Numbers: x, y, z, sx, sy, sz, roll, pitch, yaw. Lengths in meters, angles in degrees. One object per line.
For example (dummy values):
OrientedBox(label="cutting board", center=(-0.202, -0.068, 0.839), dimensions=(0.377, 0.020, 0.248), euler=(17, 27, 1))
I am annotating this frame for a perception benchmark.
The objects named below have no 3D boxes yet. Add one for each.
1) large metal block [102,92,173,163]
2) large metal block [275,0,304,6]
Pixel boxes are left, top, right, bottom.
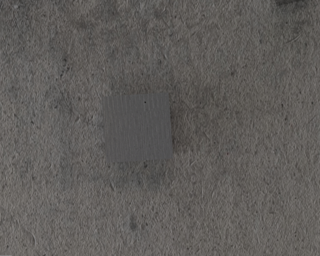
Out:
OrientedBox(label="large metal block", center=(-0.027, -0.001, 0.397), dimensions=(0.080, 0.050, 0.080), euler=(-4, 90, 0))
OrientedBox(label="large metal block", center=(0.175, -0.211, 0.383), dimensions=(0.050, 0.080, 0.080), euler=(-13, 90, 0))
